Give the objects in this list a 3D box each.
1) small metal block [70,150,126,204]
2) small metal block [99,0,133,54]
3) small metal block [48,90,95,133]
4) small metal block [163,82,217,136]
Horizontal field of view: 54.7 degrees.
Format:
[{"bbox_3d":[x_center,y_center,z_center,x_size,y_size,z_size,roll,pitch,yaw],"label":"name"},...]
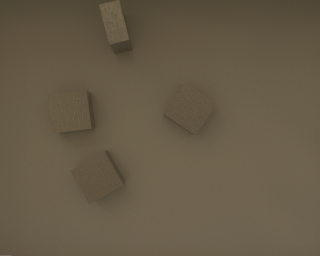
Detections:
[{"bbox_3d":[-0.081,0.064,0.410,0.050,0.025,0.050,-30,90,-1],"label":"small metal block"},{"bbox_3d":[-0.055,-0.128,0.398,0.025,0.050,0.050,-14,90,0],"label":"small metal block"},{"bbox_3d":[-0.116,-0.021,0.410,0.050,0.025,0.050,-7,90,-1],"label":"small metal block"},{"bbox_3d":[0.039,-0.025,0.412,0.050,0.025,0.050,34,90,-1],"label":"small metal block"}]
